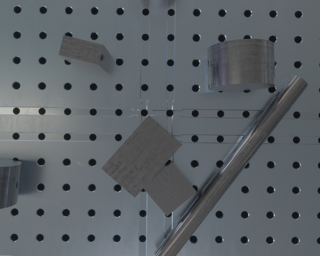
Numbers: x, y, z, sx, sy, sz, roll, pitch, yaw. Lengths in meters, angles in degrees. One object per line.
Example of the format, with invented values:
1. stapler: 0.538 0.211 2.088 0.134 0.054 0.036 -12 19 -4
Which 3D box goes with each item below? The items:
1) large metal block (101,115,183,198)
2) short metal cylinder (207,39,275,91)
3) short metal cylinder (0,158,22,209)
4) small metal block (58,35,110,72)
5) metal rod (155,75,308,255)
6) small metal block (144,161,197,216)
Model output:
1. large metal block: -0.020 0.031 0.386 0.050 0.080 0.080 42 90 0
2. short metal cylinder: 0.100 -0.075 0.386 0.081 0.080 0.050 -2 90 0
3. short metal cylinder: -0.218 0.067 0.384 0.080 0.080 0.050 6 90 0
4. small metal block: -0.095 -0.095 0.400 0.050 0.050 0.025 14 90 0
5. metal rod: 0.095 0.055 0.413 0.025 0.025 0.300 38 90 0
6. small metal block: 0.012 0.079 0.413 0.050 0.025 0.050 -40 90 0
